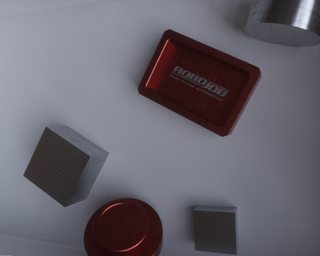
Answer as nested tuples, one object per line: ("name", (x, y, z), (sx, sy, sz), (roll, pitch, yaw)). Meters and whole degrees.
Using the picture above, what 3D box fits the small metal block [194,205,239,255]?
("small metal block", (0.070, 0.126, 0.385), (0.050, 0.025, 0.050), (-2, 89, 19))

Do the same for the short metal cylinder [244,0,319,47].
("short metal cylinder", (0.138, -0.124, 0.333), (0.080, 0.080, 0.050), (16, 95, 19))

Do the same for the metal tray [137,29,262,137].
("metal tray", (0.048, -0.057, 0.390), (0.130, 0.030, 0.090), (29, 99, 17))

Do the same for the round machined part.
("round machined part", (-0.046, 0.129, 0.386), (0.098, 0.098, 0.042), (17, 138, 19))

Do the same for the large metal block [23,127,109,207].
("large metal block", (-0.133, 0.052, 0.443), (0.080, 0.050, 0.080), (31, 100, 17))
